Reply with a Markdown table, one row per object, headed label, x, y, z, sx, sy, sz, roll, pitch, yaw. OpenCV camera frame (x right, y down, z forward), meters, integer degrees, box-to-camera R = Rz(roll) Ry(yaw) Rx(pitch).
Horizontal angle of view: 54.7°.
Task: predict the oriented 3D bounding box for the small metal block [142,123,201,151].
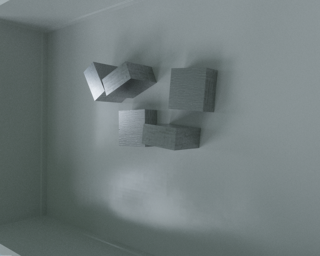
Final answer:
| label | x | y | z | sx | sy | sz | roll | pitch | yaw |
| --- | --- | --- | --- | --- | --- | --- | --- | --- | --- |
| small metal block | 0.014 | 0.010 | 0.379 | 0.050 | 0.050 | 0.025 | 9 | 96 | 39 |

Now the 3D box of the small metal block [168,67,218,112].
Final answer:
| label | x | y | z | sx | sy | sz | roll | pitch | yaw |
| --- | --- | --- | --- | --- | --- | --- | --- | --- | --- |
| small metal block | 0.039 | -0.046 | 0.374 | 0.050 | 0.025 | 0.050 | 8 | 95 | 39 |

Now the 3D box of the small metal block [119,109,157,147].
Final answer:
| label | x | y | z | sx | sy | sz | roll | pitch | yaw |
| --- | --- | --- | --- | --- | --- | --- | --- | --- | --- |
| small metal block | -0.031 | 0.000 | 0.433 | 0.050 | 0.025 | 0.050 | -1 | 90 | 40 |

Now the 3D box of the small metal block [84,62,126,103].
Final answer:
| label | x | y | z | sx | sy | sz | roll | pitch | yaw |
| --- | --- | --- | --- | --- | --- | --- | --- | --- | --- |
| small metal block | -0.077 | -0.066 | 0.454 | 0.025 | 0.050 | 0.050 | -38 | 67 | 34 |

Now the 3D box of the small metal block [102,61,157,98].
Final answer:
| label | x | y | z | sx | sy | sz | roll | pitch | yaw |
| --- | --- | --- | --- | --- | --- | --- | --- | --- | --- |
| small metal block | -0.042 | -0.064 | 0.425 | 0.050 | 0.050 | 0.025 | -28 | 73 | 36 |
